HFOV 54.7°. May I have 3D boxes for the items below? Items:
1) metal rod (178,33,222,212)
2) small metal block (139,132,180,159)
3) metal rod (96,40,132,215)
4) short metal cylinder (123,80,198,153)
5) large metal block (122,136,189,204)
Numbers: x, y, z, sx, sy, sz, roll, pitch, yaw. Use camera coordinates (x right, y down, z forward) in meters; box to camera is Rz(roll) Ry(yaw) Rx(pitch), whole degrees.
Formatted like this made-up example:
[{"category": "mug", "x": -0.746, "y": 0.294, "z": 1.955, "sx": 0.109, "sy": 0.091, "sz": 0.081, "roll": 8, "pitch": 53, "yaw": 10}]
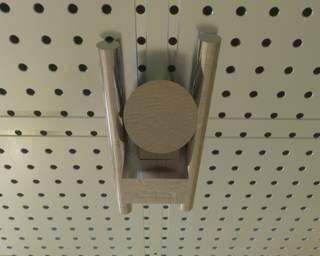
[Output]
[{"category": "metal rod", "x": 0.048, "y": 0.017, "z": 0.427, "sx": 0.025, "sy": 0.025, "sz": 0.298, "roll": 1, "pitch": 130, "yaw": -1}, {"category": "small metal block", "x": -0.001, "y": 0.014, "z": 0.407, "sx": 0.050, "sy": 0.050, "sz": 0.025, "roll": 1, "pitch": 130, "yaw": -2}, {"category": "metal rod", "x": -0.058, "y": 0.024, "z": 0.431, "sx": 0.025, "sy": 0.025, "sz": 0.298, "roll": 0, "pitch": 130, "yaw": -1}, {"category": "short metal cylinder", "x": 0.001, "y": -0.011, "z": 0.358, "sx": 0.081, "sy": 0.050, "sz": 0.080, "roll": 0, "pitch": 86, "yaw": -1}, {"category": "large metal block", "x": -0.006, "y": 0.054, "z": 0.418, "sx": 0.081, "sy": 0.080, "sz": 0.050, "roll": 1, "pitch": 130, "yaw": -1}]
